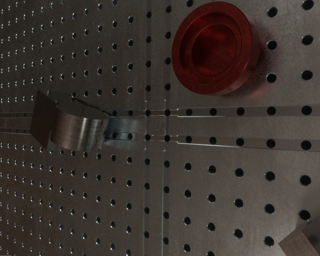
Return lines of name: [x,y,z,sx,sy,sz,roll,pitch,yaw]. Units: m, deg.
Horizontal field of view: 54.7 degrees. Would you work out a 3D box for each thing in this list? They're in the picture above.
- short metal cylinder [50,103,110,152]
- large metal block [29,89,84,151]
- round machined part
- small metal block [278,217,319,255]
short metal cylinder: [-0.121,-0.002,0.471,0.080,0.081,0.050,25,106,37]
large metal block: [-0.177,-0.014,0.529,0.080,0.050,0.079,29,108,44]
round machined part: [0.064,-0.084,0.344,0.098,0.042,0.097,0,90,39]
small metal block: [0.140,0.114,0.277,0.025,0.050,0.050,-47,63,30]
